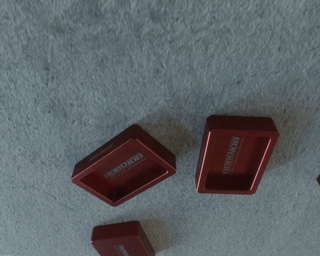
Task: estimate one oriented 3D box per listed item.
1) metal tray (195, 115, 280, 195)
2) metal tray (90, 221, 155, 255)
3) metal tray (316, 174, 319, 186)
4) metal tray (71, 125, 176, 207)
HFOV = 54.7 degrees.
[{"bbox_3d":[0.104,0.043,0.441,0.091,0.030,0.129,2,130,-3],"label":"metal tray"},{"bbox_3d":[-0.068,0.234,0.602,0.090,0.030,0.129,-11,130,8],"label":"metal tray"},{"bbox_3d":[0.304,0.051,0.452,0.091,0.030,0.129,6,130,-6],"label":"metal tray"},{"bbox_3d":[-0.053,0.060,0.453,0.130,0.030,0.090,-34,123,25],"label":"metal tray"}]
